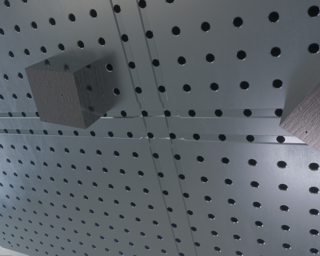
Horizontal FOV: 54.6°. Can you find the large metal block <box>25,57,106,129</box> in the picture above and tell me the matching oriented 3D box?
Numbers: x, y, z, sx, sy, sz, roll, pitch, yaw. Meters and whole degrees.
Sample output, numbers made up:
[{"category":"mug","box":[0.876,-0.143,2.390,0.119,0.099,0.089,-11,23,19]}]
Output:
[{"category":"large metal block","box":[-0.129,-0.050,0.433,0.080,0.050,0.080,9,123,23]}]

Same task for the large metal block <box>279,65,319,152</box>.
[{"category":"large metal block","box":[0.175,-0.018,0.292,0.080,0.050,0.080,34,129,6]}]
